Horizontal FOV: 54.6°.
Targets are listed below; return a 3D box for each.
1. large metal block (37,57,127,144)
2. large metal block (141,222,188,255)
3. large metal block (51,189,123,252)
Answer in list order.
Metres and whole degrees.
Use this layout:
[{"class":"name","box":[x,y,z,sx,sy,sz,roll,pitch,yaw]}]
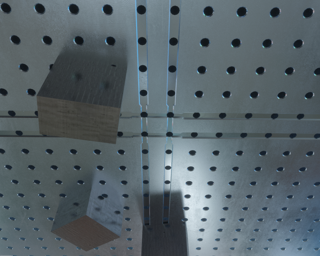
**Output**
[{"class":"large metal block","box":[-0.083,-0.032,0.347,0.080,0.080,0.050,8,130,-7]},{"class":"large metal block","box":[0.011,0.224,0.566,0.080,0.080,0.050,-7,130,5]},{"class":"large metal block","box":[-0.122,0.159,0.530,0.080,0.050,0.080,-30,124,22]}]
